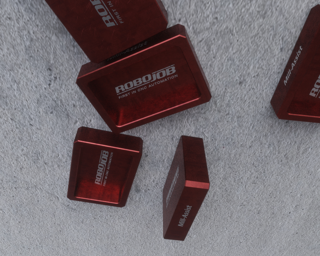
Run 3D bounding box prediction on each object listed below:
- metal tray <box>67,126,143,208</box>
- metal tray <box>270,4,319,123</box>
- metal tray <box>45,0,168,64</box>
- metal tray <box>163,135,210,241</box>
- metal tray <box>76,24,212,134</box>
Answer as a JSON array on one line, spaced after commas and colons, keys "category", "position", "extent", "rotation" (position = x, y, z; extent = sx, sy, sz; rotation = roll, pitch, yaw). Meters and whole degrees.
[{"category": "metal tray", "position": [-0.083, 0.062, 0.455], "extent": [0.091, 0.030, 0.129], "rotation": [11, 129, -10]}, {"category": "metal tray", "position": [0.193, -0.065, 0.350], "extent": [0.091, 0.030, 0.129], "rotation": [5, 130, -5]}, {"category": "metal tray", "position": [-0.060, -0.135, 0.289], "extent": [0.090, 0.030, 0.130], "rotation": [-22, 127, 17]}, {"category": "metal tray", "position": [0.032, 0.086, 0.437], "extent": [0.030, 0.090, 0.129], "rotation": [9, 130, -7]}, {"category": "metal tray", "position": [-0.017, -0.052, 0.359], "extent": [0.130, 0.030, 0.090], "rotation": [-19, 128, 15]}]
